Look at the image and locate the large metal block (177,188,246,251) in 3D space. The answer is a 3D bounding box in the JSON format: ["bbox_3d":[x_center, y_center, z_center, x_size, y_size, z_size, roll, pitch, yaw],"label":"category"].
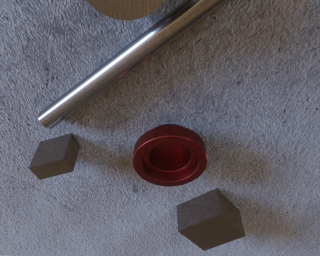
[{"bbox_3d":[0.085,0.157,0.526,0.080,0.050,0.080,-30,124,22],"label":"large metal block"}]

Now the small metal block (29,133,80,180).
[{"bbox_3d":[-0.142,0.038,0.421,0.050,0.050,0.025,-15,129,12],"label":"small metal block"}]

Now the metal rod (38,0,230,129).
[{"bbox_3d":[-0.027,-0.081,0.337,0.300,0.025,0.025,-31,124,23],"label":"metal rod"}]

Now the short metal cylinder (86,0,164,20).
[{"bbox_3d":[-0.030,-0.142,0.269,0.081,0.050,0.079,0,130,0],"label":"short metal cylinder"}]

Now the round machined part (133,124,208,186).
[{"bbox_3d":[0.013,0.033,0.424,0.099,0.042,0.097,-1,130,0],"label":"round machined part"}]
